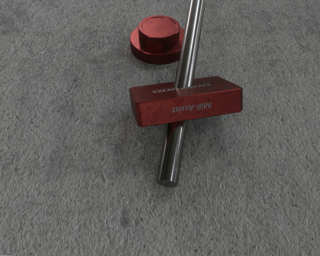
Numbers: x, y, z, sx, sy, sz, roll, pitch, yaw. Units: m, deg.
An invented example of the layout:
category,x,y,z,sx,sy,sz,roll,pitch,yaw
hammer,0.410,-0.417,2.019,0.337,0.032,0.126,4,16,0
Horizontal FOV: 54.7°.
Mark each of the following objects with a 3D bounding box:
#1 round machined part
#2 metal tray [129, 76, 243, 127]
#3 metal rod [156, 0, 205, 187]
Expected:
category,x,y,z,sx,sy,sz,roll,pitch,yaw
round machined part,-0.002,-0.154,0.521,0.099,0.042,0.098,0,50,0
metal tray,0.030,-0.038,0.405,0.131,0.030,0.090,-9,20,-8
metal rod,0.034,-0.067,0.420,0.025,0.025,0.300,8,62,6
